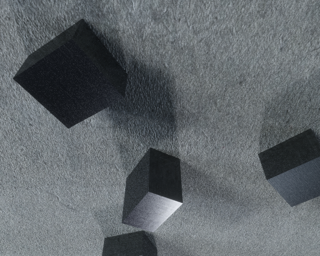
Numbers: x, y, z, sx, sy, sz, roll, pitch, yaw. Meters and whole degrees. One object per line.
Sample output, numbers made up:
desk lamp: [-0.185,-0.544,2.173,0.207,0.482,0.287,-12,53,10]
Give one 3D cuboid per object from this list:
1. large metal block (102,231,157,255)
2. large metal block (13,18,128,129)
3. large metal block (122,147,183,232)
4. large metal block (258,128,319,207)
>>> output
large metal block: [-0.057,0.250,0.603,0.080,0.050,0.080,-15,129,12]
large metal block: [-0.094,-0.057,0.341,0.080,0.050,0.080,-26,126,20]
large metal block: [-0.012,0.089,0.447,0.050,0.080,0.080,23,126,-19]
large metal block: [0.201,0.059,0.443,0.080,0.050,0.080,-32,124,24]
